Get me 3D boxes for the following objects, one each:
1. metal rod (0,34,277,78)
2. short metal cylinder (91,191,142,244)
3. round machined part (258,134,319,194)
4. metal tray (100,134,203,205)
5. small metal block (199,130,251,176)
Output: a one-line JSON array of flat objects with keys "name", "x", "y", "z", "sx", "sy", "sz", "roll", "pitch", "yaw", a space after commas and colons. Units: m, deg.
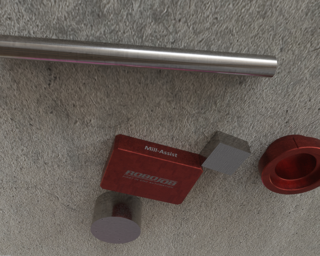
[{"name": "metal rod", "x": -0.024, "y": -0.078, "z": 0.340, "sx": 0.302, "sy": 0.025, "sz": 0.025, "roll": 4, "pitch": 130, "yaw": -4}, {"name": "short metal cylinder", "x": -0.071, "y": 0.150, "z": 0.518, "sx": 0.081, "sy": 0.050, "sz": 0.079, "roll": 0, "pitch": 130, "yaw": 0}, {"name": "round machined part", "x": 0.189, "y": 0.047, "z": 0.438, "sx": 0.099, "sy": 0.042, "sz": 0.097, "roll": 0, "pitch": 130, "yaw": 0}, {"name": "metal tray", "x": -0.014, "y": 0.065, "z": 0.459, "sx": 0.131, "sy": 0.030, "sz": 0.089, "roll": 15, "pitch": 129, "yaw": -13}, {"name": "small metal block", "x": 0.091, "y": 0.036, "z": 0.439, "sx": 0.050, "sy": 0.025, "sz": 0.050, "roll": 19, "pitch": 127, "yaw": -16}]
